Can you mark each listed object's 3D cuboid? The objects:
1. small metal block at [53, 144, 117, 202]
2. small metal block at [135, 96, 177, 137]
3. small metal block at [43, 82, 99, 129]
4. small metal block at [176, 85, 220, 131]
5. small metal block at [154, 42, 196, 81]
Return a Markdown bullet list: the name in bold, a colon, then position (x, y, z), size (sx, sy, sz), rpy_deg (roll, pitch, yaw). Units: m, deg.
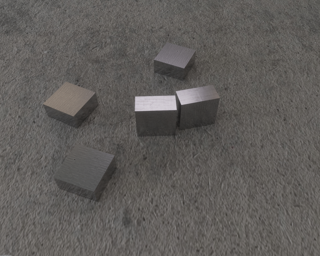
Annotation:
- **small metal block**: position (-0.085, 0.051, 0.359), size (0.050, 0.025, 0.050), rpy_deg (16, 52, 13)
- **small metal block**: position (-0.005, -0.015, 0.399), size (0.050, 0.050, 0.025), rpy_deg (-2, 50, -2)
- **small metal block**: position (-0.122, -0.033, 0.430), size (0.050, 0.025, 0.050), rpy_deg (21, 53, 17)
- **small metal block**: position (0.048, -0.026, 0.409), size (0.050, 0.050, 0.025), rpy_deg (-11, 51, -9)
- **small metal block**: position (0.024, -0.106, 0.493), size (0.050, 0.025, 0.050), rpy_deg (20, 53, 15)
